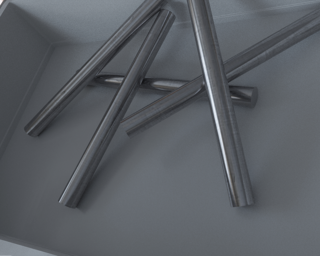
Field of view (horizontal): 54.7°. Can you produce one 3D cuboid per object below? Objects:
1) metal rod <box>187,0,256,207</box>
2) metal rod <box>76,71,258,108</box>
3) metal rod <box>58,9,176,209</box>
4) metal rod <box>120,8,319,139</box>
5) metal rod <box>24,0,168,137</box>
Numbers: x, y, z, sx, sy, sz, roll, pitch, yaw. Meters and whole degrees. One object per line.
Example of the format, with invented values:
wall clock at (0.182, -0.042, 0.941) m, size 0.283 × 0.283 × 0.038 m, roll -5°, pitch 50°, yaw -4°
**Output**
metal rod at (0.060, -0.065, 0.348) m, size 0.025 × 0.025 × 0.299 m, roll -14°, pitch 76°, yaw 20°
metal rod at (-0.012, -0.062, 0.448) m, size 0.300 × 0.025 × 0.025 m, roll 12°, pitch 68°, yaw 32°
metal rod at (-0.055, -0.032, 0.427) m, size 0.025 × 0.025 × 0.299 m, roll 21°, pitch 80°, yaw 35°
metal rod at (0.089, -0.073, 0.374) m, size 0.301 × 0.025 × 0.025 m, roll -30°, pitch 52°, yaw -3°
metal rod at (-0.106, -0.091, 0.476) m, size 0.299 × 0.025 × 0.025 m, roll -42°, pitch 50°, yaw 14°
